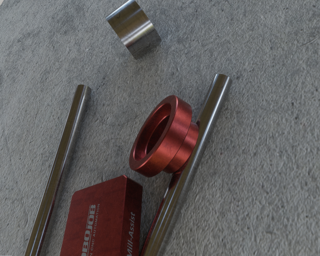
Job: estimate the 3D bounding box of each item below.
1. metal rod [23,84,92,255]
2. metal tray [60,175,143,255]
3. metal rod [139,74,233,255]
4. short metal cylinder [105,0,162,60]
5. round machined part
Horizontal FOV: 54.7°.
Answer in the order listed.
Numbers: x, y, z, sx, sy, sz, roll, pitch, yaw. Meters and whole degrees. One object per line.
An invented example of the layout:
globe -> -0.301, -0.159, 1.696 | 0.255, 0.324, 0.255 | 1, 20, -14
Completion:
metal rod -> -0.144, 0.067, 0.438 | 0.025, 0.025, 0.300 | -6, 59, 25
metal tray -> -0.066, 0.125, 0.340 | 0.090, 0.030, 0.130 | -22, 47, 28
metal rod -> 0.021, 0.067, 0.351 | 0.025, 0.025, 0.300 | 12, 68, 33
short metal cylinder -> -0.041, -0.154, 0.485 | 0.050, 0.080, 0.080 | -36, 51, 5
round machined part -> 0.008, 0.014, 0.361 | 0.098, 0.042, 0.098 | -50, 20, 26
